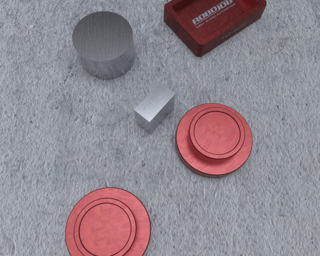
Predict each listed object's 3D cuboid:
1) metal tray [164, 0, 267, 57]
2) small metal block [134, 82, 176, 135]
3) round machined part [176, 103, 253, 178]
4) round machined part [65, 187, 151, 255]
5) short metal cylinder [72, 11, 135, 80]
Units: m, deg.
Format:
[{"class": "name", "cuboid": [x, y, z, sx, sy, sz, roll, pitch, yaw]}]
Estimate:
[{"class": "metal tray", "cuboid": [0.082, -0.178, 0.471, 0.131, 0.030, 0.090, -35, 74, -12]}, {"class": "small metal block", "cuboid": [-0.006, -0.024, 0.404, 0.025, 0.050, 0.050, 38, 74, 12]}, {"class": "round machined part", "cuboid": [0.069, 0.012, 0.396, 0.099, 0.042, 0.098, 0, 70, -1]}, {"class": "round machined part", "cuboid": [-0.060, 0.117, 0.356, 0.099, 0.042, 0.098, 0, 70, -1]}, {"class": "short metal cylinder", "cuboid": [-0.077, -0.115, 0.436, 0.081, 0.050, 0.080, 0, 70, 0]}]
